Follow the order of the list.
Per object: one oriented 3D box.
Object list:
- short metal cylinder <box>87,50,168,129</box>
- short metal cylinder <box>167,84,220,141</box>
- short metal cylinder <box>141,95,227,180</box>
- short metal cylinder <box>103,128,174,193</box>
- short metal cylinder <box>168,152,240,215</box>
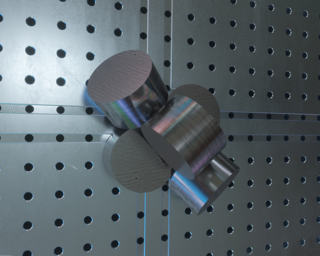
[{"bbox_3d":[-0.037,-0.045,0.363,0.080,0.080,0.050,-48,139,-14],"label":"short metal cylinder"},{"bbox_3d":[0.032,-0.016,0.411,0.081,0.050,0.079,0,90,-21],"label":"short metal cylinder"},{"bbox_3d":[0.025,0.010,0.339,0.050,0.080,0.080,-43,104,-15],"label":"short metal cylinder"},{"bbox_3d":[-0.027,0.037,0.390,0.081,0.050,0.079,0,90,-21],"label":"short metal cylinder"},{"bbox_3d":[0.057,0.065,0.398,0.080,0.080,0.050,-42,68,-15],"label":"short metal cylinder"}]
